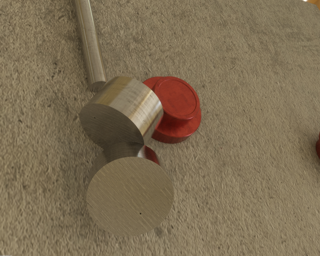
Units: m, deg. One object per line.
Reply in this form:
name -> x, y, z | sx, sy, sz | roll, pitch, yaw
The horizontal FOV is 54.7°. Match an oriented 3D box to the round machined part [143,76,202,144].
round machined part -> 0.015, -0.031, 0.422 | 0.099, 0.042, 0.098 | 14, 56, -21

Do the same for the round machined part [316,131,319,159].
round machined part -> 0.315, 0.040, 0.542 | 0.099, 0.042, 0.098 | 14, 56, -21

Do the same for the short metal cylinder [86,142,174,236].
short metal cylinder -> -0.031, 0.059, 0.310 | 0.081, 0.050, 0.079 | -2, 103, -9

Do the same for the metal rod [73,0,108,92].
metal rod -> -0.115, -0.184, 0.455 | 0.025, 0.025, 0.299 | -1, 62, -29

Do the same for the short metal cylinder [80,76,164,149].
short metal cylinder -> -0.043, -0.012, 0.354 | 0.080, 0.080, 0.050 | 36, 51, -5
